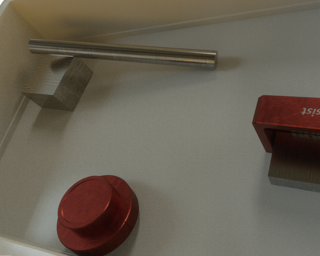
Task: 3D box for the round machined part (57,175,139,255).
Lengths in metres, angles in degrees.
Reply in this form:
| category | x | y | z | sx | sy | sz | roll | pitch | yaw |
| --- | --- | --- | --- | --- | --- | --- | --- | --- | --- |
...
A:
| category | x | y | z | sx | sy | sz | roll | pitch | yaw |
| --- | --- | --- | --- | --- | --- | --- | --- | --- | --- |
| round machined part | -0.078 | 0.095 | 0.362 | 0.098 | 0.042 | 0.098 | -15 | 43 | 14 |

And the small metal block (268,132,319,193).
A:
| category | x | y | z | sx | sy | sz | roll | pitch | yaw |
| --- | --- | --- | --- | --- | --- | --- | --- | --- | --- |
| small metal block | 0.141 | 0.034 | 0.311 | 0.050 | 0.025 | 0.050 | 6 | 64 | 30 |

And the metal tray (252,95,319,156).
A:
| category | x | y | z | sx | sy | sz | roll | pitch | yaw |
| --- | --- | --- | --- | --- | --- | --- | --- | --- | --- |
| metal tray | 0.163 | 0.008 | 0.290 | 0.130 | 0.090 | 0.030 | 7 | 68 | 32 |

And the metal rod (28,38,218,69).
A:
| category | x | y | z | sx | sy | sz | roll | pitch | yaw |
| --- | --- | --- | --- | --- | --- | --- | --- | --- | --- |
| metal rod | -0.066 | -0.114 | 0.466 | 0.301 | 0.025 | 0.025 | 8 | 65 | 17 |

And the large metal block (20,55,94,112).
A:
| category | x | y | z | sx | sy | sz | roll | pitch | yaw |
| --- | --- | --- | --- | --- | --- | --- | --- | --- | --- |
| large metal block | -0.174 | -0.078 | 0.526 | 0.080 | 0.050 | 0.080 | 8 | 65 | 31 |
